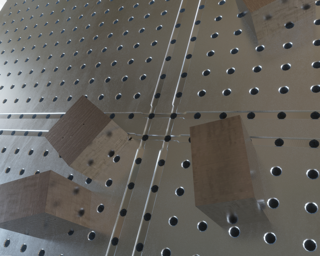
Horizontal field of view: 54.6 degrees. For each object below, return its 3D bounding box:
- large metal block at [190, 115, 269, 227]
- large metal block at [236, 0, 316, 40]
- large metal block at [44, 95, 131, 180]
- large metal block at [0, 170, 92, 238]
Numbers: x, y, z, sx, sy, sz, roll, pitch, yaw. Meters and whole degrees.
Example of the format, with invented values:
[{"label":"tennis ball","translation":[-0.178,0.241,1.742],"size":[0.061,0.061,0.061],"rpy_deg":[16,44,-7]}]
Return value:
[{"label":"large metal block","translation":[0.069,0.046,0.309],"size":[0.050,0.080,0.080],"rpy_deg":[-14,56,20]},{"label":"large metal block","translation":[0.152,-0.180,0.423],"size":[0.080,0.050,0.080],"rpy_deg":[-24,53,13]},{"label":"large metal block","translation":[-0.103,0.012,0.440],"size":[0.080,0.050,0.080],"rpy_deg":[-48,51,-6]},{"label":"large metal block","translation":[-0.145,0.099,0.389],"size":[0.080,0.080,0.050],"rpy_deg":[-17,55,19]}]
